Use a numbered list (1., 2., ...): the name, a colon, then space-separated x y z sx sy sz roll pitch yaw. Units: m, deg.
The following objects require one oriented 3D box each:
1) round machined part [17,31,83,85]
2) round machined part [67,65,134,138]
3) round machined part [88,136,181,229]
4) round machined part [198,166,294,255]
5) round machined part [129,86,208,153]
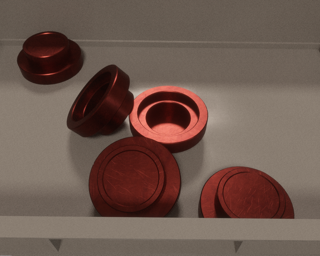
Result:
1. round machined part: -0.175 -0.116 0.490 0.099 0.042 0.098 0 50 0
2. round machined part: -0.071 -0.029 0.396 0.098 0.042 0.098 -33 36 29
3. round machined part: -0.027 0.055 0.326 0.099 0.042 0.098 -1 72 4
4. round machined part: 0.092 0.081 0.327 0.099 0.042 0.098 0 50 0
5. round machined part: 0.011 -0.006 0.400 0.099 0.042 0.098 0 50 0
